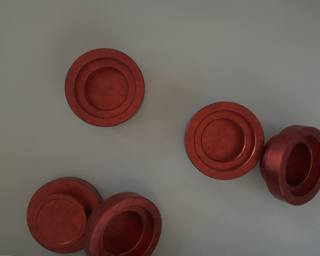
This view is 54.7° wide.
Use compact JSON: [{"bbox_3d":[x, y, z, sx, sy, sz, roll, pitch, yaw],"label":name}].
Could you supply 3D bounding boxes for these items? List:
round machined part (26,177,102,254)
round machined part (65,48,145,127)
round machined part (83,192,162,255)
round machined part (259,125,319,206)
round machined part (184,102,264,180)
[{"bbox_3d":[-0.124,0.115,0.401,0.099,0.042,0.097,0,90,-1],"label":"round machined part"},{"bbox_3d":[-0.068,-0.050,0.402,0.099,0.042,0.097,0,90,-1],"label":"round machined part"},{"bbox_3d":[-0.050,0.127,0.387,0.099,0.042,0.097,-8,103,-34],"label":"round machined part"},{"bbox_3d":[0.165,0.044,0.391,0.099,0.042,0.097,-5,100,-31],"label":"round machined part"},{"bbox_3d":[0.080,0.016,0.404,0.099,0.042,0.097,0,90,-1],"label":"round machined part"}]
